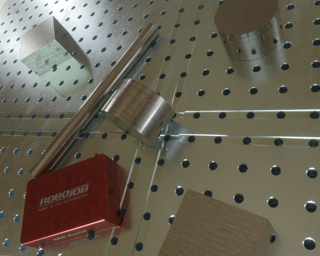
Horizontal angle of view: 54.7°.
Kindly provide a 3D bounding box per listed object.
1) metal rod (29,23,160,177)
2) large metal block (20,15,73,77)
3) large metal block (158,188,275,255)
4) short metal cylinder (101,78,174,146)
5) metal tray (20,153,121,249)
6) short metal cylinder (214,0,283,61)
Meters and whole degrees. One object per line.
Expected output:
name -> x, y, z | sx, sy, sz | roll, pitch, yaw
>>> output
metal rod -> -0.098, -0.047, 0.488 | 0.025, 0.025, 0.300 | 28, 77, 37
large metal block -> -0.224, -0.161, 0.609 | 0.080, 0.050, 0.080 | -27, 52, 11
large metal block -> 0.053, 0.115, 0.294 | 0.080, 0.050, 0.080 | 15, 69, 34
short metal cylinder -> -0.029, -0.019, 0.400 | 0.080, 0.080, 0.050 | 25, 76, 37
metal tray -> -0.118, 0.096, 0.408 | 0.130, 0.030, 0.090 | -20, 54, 16
short metal cylinder -> 0.119, -0.137, 0.414 | 0.080, 0.050, 0.080 | -13, 56, 21
